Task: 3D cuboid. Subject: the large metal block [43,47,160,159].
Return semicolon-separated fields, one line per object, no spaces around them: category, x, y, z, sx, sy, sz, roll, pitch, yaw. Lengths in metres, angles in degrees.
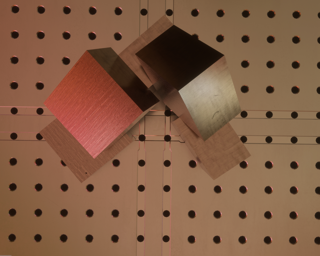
large metal block;-0.062;-0.028;0.334;0.080;0.050;0.080;-42;91;25

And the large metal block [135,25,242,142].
large metal block;0.030;-0.046;0.315;0.050;0.080;0.080;-39;48;-5

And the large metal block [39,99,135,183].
large metal block;-0.090;0.011;0.399;0.080;0.050;0.080;-39;91;0

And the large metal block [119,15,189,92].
large metal block;-0.009;-0.082;0.384;0.080;0.080;0.050;-41;91;0

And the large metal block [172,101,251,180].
large metal block;0.058;0.011;0.385;0.050;0.080;0.080;-34;90;0
